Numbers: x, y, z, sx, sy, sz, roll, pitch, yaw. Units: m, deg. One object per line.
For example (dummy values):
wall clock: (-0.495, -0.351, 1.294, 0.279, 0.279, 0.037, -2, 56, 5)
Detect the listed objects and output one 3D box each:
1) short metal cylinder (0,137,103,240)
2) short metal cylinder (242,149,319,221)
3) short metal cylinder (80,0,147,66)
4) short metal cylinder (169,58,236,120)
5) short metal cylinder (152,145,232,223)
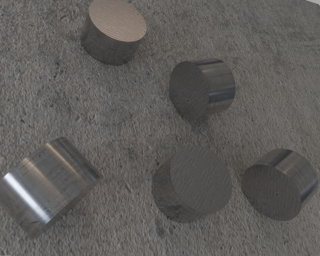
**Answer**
short metal cylinder: (-0.099, 0.054, 0.282, 0.050, 0.080, 0.080, 46, 51, 3)
short metal cylinder: (0.157, 0.074, 0.408, 0.050, 0.080, 0.080, -27, 77, -37)
short metal cylinder: (-0.066, -0.135, 0.435, 0.081, 0.050, 0.080, 14, 56, -21)
short metal cylinder: (0.058, -0.055, 0.433, 0.050, 0.080, 0.080, -15, 70, -34)
short metal cylinder: (0.037, 0.067, 0.367, 0.081, 0.050, 0.080, 14, 56, -21)
